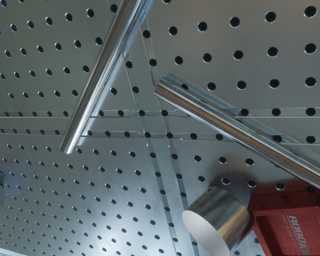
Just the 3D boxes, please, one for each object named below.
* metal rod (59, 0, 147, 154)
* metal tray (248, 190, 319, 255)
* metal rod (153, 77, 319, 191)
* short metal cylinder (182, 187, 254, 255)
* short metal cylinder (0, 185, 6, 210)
[{"bbox_3d":[-0.085,-0.062,0.415,0.025,0.025,0.298,38,129,2],"label":"metal rod"},{"bbox_3d":[0.179,0.145,0.402,0.090,0.030,0.130,-16,111,34],"label":"metal tray"},{"bbox_3d":[0.127,0.025,0.359,0.301,0.025,0.025,31,128,7],"label":"metal rod"},{"bbox_3d":[0.076,0.126,0.412,0.080,0.050,0.080,38,149,28],"label":"short metal cylinder"},{"bbox_3d":[-0.387,0.154,0.671,0.050,0.080,0.079,10,123,22],"label":"short metal cylinder"}]
